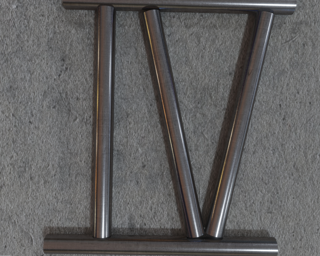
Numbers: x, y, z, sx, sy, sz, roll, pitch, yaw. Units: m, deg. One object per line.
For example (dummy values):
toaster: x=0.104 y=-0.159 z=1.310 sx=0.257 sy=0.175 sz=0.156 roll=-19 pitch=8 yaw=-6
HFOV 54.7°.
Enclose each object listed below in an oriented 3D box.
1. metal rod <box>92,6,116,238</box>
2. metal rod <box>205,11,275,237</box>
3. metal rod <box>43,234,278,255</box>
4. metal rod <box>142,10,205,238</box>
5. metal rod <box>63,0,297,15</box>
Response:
metal rod: x=-0.074 y=-0.008 z=0.409 sx=0.025 sy=0.025 sz=0.298 roll=1 pitch=90 yaw=-1
metal rod: x=0.106 y=-0.005 z=0.412 sx=0.025 sy=0.025 sz=0.298 roll=13 pitch=90 yaw=-1
metal rod: x=0.001 y=0.155 z=0.410 sx=0.302 sy=0.025 sz=0.025 roll=1 pitch=90 yaw=-1
metal rod: x=0.018 y=-0.006 z=0.410 sx=0.025 sy=0.025 sz=0.298 roll=-11 pitch=90 yaw=0
metal rod: x=0.026 y=-0.167 z=0.411 sx=0.302 sy=0.025 sz=0.025 roll=1 pitch=90 yaw=-1
